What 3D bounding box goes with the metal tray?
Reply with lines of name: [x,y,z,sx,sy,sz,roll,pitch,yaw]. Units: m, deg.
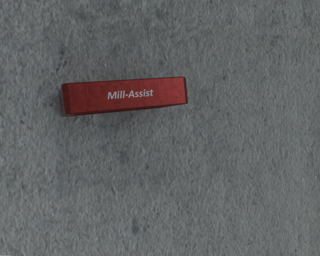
metal tray: [-0.045,-0.035,0.357,0.131,0.090,0.030,-7,93,-20]
